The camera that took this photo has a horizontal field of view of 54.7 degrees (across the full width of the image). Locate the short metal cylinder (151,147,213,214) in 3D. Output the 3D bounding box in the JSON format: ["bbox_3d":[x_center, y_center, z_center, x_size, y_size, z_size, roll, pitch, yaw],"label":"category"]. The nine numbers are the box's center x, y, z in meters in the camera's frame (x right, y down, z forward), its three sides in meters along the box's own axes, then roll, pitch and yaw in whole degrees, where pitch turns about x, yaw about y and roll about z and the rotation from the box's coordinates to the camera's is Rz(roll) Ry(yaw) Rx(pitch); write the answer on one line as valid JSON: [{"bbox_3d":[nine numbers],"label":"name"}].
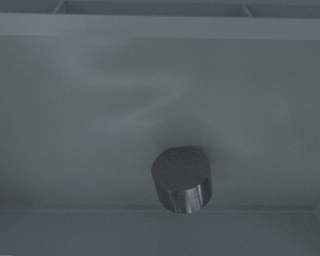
[{"bbox_3d":[0.032,0.072,0.435,0.080,0.080,0.050,-8,130,6],"label":"short metal cylinder"}]
